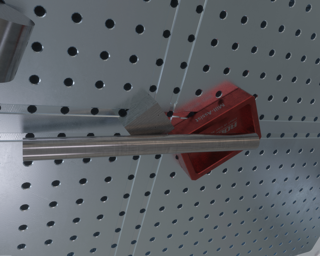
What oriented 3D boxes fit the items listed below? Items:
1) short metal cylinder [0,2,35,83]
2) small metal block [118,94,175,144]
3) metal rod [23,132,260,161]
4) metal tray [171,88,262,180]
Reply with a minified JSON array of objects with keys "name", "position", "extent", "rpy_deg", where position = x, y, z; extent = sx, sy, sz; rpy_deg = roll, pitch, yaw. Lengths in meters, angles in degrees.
[{"name":"short metal cylinder","position":[-0.149,-0.077,0.246],"extent":[0.081,0.080,0.050],"rpy_deg":[17,109,-35]},{"name":"small metal block","position":[-0.017,-0.006,0.398],"extent":[0.050,0.025,0.050],"rpy_deg":[-38,129,-3]},{"name":"metal rod","position":[-0.005,0.021,0.386],"extent":[0.303,0.025,0.025],"rpy_deg":[-1,119,-22]},{"name":"metal tray","position":[0.085,0.010,0.460],"extent":[0.131,0.030,0.090],"rpy_deg":[-30,129,-9]}]
